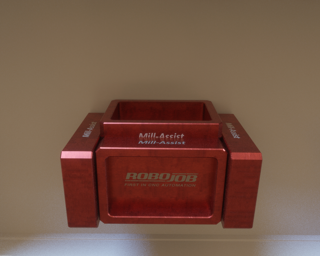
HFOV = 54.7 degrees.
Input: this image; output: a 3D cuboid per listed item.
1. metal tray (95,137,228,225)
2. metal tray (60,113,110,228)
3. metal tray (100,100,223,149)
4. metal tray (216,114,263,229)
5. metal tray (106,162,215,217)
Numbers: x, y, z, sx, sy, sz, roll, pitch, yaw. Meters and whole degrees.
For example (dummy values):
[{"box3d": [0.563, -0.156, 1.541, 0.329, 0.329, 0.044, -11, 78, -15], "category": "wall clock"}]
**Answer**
[{"box3d": [0.001, 0.057, 0.331, 0.131, 0.030, 0.089, 1, 110, -1], "category": "metal tray"}, {"box3d": [-0.080, 0.043, 0.369, 0.030, 0.130, 0.089, 1, 111, 0], "category": "metal tray"}, {"box3d": [0.002, -0.007, 0.371, 0.131, 0.090, 0.030, 0, 111, 0], "category": "metal tray"}, {"box3d": [0.082, 0.044, 0.370, 0.030, 0.130, 0.089, 1, 111, 0], "category": "metal tray"}, {"box3d": [0.001, 0.076, 0.401, 0.131, 0.090, 0.030, 0, 110, 0], "category": "metal tray"}]
